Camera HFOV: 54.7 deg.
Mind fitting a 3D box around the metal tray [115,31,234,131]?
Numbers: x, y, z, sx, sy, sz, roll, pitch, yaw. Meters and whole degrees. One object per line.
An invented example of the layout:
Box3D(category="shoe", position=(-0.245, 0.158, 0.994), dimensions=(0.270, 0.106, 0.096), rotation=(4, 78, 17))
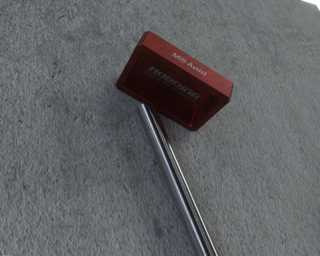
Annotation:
Box3D(category="metal tray", position=(0.017, -0.056, 0.406), dimensions=(0.131, 0.090, 0.030), rotation=(30, 52, -10))

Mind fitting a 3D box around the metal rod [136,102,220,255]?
Box3D(category="metal rod", position=(0.036, 0.102, 0.362), dimensions=(0.025, 0.025, 0.299), rotation=(-10, 67, -33))
